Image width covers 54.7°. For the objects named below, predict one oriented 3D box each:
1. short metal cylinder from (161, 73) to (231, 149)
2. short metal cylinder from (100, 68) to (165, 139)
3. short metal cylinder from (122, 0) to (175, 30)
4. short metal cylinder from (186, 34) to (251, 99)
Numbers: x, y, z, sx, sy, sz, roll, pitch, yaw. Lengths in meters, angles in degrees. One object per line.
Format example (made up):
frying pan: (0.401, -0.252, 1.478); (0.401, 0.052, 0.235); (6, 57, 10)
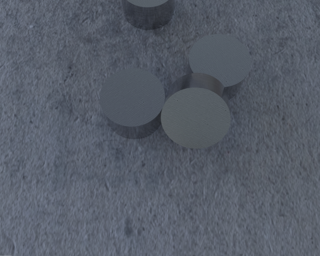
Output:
short metal cylinder: (0.045, -0.022, 0.380); (0.080, 0.079, 0.050); (11, 30, 3)
short metal cylinder: (-0.034, -0.031, 0.406); (0.081, 0.050, 0.080); (0, 70, 0)
short metal cylinder: (-0.018, -0.197, 0.467); (0.081, 0.050, 0.080); (0, 70, 0)
short metal cylinder: (0.078, -0.080, 0.425); (0.081, 0.050, 0.080); (0, 70, 0)
